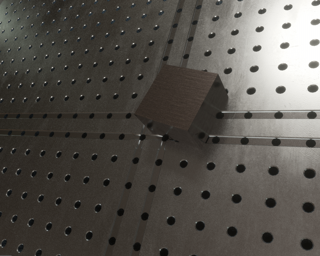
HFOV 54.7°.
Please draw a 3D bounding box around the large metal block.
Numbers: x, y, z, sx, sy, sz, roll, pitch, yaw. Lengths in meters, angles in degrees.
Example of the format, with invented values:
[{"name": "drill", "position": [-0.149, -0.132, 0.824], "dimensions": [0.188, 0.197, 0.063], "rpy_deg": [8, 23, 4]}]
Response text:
[{"name": "large metal block", "position": [0.028, -0.029, 0.394], "dimensions": [0.080, 0.050, 0.080], "rpy_deg": [18, 71, 34]}]
